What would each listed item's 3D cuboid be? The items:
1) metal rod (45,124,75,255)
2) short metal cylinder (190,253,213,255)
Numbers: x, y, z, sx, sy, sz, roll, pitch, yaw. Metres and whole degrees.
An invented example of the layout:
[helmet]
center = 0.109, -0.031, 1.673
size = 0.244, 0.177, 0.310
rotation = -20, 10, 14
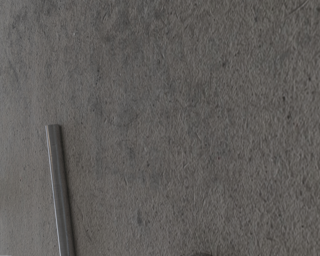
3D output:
[metal rod]
center = -0.173, 0.142, 0.547
size = 0.025, 0.025, 0.298
rotation = -15, 80, 39
[short metal cylinder]
center = 0.042, 0.192, 0.355
size = 0.080, 0.050, 0.080
rotation = 0, 90, 40
